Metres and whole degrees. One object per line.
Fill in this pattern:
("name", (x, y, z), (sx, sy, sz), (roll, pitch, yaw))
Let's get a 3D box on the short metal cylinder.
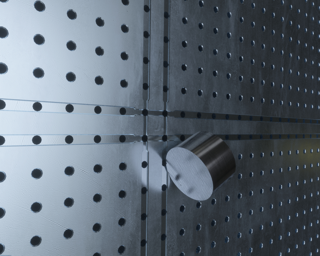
("short metal cylinder", (0.055, 0.051, 0.422), (0.050, 0.080, 0.080), (-30, 109, -36))
